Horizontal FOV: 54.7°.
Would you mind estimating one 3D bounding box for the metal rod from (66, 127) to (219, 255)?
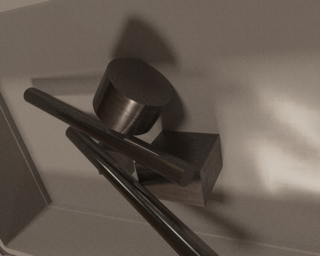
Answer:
[{"bbox_3d":[-0.046,0.065,0.380,0.300,0.025,0.025,33,135,44],"label":"metal rod"}]

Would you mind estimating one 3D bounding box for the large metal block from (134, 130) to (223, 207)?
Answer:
[{"bbox_3d":[0.027,0.046,0.387,0.080,0.080,0.050,3,120,26],"label":"large metal block"}]

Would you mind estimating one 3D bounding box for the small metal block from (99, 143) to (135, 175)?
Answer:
[{"bbox_3d":[-0.070,0.048,0.474,0.050,0.025,0.050,8,122,23],"label":"small metal block"}]

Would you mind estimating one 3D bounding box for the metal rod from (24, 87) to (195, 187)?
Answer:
[{"bbox_3d":[-0.086,-0.001,0.398,0.300,0.025,0.025,24,129,34],"label":"metal rod"}]

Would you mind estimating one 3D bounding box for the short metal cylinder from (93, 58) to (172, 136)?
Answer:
[{"bbox_3d":[-0.033,-0.038,0.366,0.080,0.080,0.050,37,129,3],"label":"short metal cylinder"}]
